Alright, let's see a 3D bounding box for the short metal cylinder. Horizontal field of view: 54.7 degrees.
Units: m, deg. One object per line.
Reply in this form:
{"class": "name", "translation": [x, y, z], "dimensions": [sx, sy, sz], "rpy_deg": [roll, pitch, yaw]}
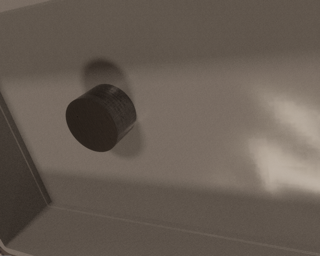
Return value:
{"class": "short metal cylinder", "translation": [-0.080, -0.014, 0.424], "dimensions": [0.080, 0.050, 0.079], "rpy_deg": [13, 124, 20]}
